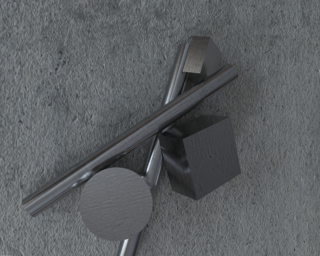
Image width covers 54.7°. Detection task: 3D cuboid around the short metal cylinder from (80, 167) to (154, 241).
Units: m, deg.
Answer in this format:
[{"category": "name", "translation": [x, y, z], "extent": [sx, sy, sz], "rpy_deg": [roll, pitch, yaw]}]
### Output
[{"category": "short metal cylinder", "translation": [-0.048, 0.086, 0.366], "extent": [0.080, 0.050, 0.080], "rpy_deg": [0, 84, 0]}]

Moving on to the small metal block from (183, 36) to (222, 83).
[{"category": "small metal block", "translation": [0.058, -0.089, 0.419], "extent": [0.050, 0.025, 0.050], "rpy_deg": [25, 79, -59]}]

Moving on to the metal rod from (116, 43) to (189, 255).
[{"category": "metal rod", "translation": [-0.004, 0.033, 0.408], "extent": [0.025, 0.025, 0.299], "rpy_deg": [18, 84, -19]}]

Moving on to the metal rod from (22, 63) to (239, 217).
[{"category": "metal rod", "translation": [-0.028, 0.009, 0.382], "extent": [0.301, 0.025, 0.025], "rpy_deg": [-34, 102, -10]}]

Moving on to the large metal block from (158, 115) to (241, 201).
[{"category": "large metal block", "translation": [0.053, 0.034, 0.401], "extent": [0.081, 0.050, 0.080], "rpy_deg": [-23, 107, -31]}]
